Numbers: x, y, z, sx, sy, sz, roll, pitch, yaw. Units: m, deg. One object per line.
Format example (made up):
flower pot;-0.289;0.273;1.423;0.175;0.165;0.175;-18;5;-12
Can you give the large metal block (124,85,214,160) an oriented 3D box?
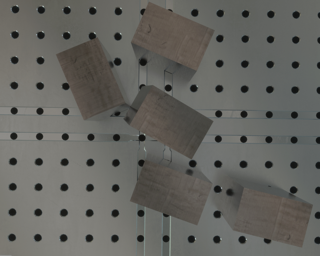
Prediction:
large metal block;0.006;-0.010;0.378;0.080;0.080;0.050;30;90;-13

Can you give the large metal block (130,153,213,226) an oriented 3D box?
large metal block;0.013;0.072;0.386;0.080;0.080;0.050;20;90;-1

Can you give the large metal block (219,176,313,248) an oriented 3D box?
large metal block;0.127;0.100;0.388;0.080;0.080;0.050;14;90;-1

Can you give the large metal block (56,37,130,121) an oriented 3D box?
large metal block;-0.077;-0.055;0.385;0.050;0.080;0.080;-23;90;0

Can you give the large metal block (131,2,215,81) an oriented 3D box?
large metal block;0.014;-0.103;0.386;0.080;0.080;0.050;23;90;-1
